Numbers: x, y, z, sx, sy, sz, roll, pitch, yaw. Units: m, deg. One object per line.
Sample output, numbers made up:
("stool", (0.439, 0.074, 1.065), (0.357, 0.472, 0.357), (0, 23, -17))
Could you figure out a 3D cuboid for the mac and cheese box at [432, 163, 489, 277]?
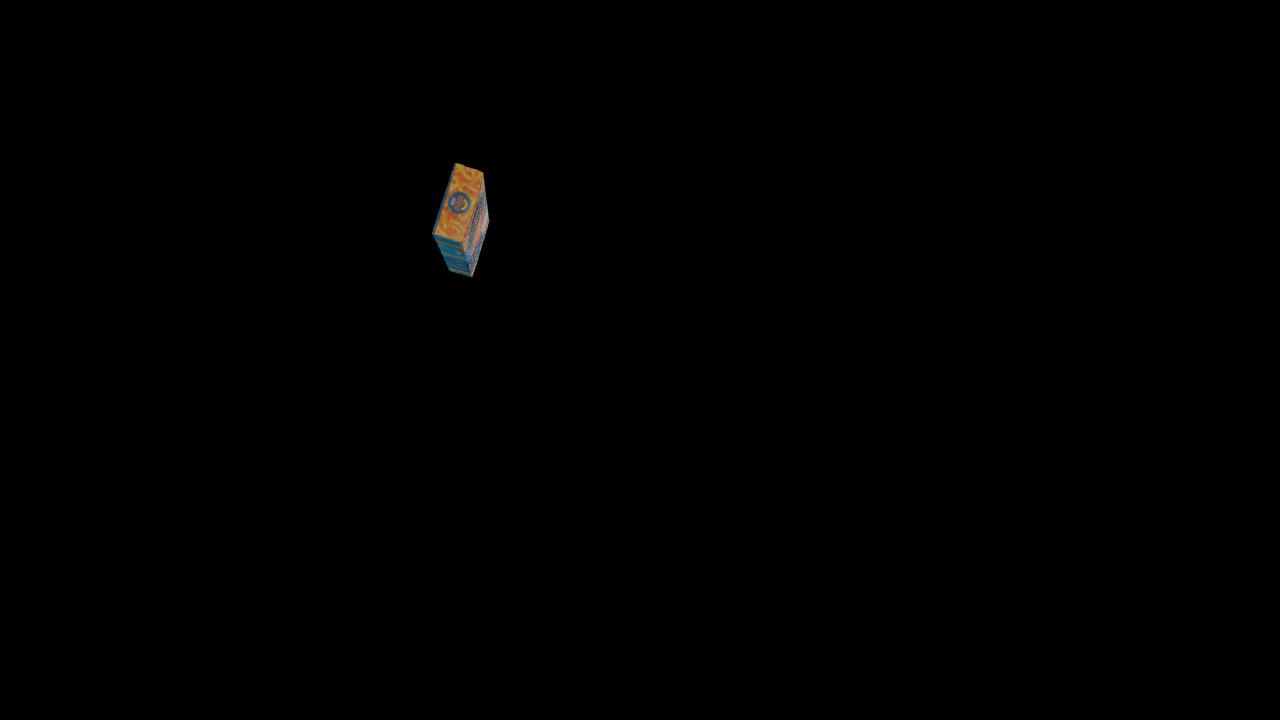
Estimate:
("mac and cheese box", (-0.229, -0.175, 0.802), (0.041, 0.093, 0.184), (17, -8, -10))
